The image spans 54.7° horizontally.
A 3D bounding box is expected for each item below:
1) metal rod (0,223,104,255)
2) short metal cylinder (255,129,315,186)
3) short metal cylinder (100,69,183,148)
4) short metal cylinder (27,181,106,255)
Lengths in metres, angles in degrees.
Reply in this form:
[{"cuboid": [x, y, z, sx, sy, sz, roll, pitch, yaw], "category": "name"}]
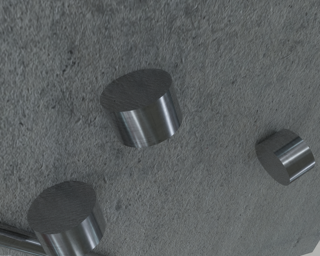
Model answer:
[{"cuboid": [-0.171, 0.151, 0.406, 0.025, 0.025, 0.301, -47, 129, 5], "category": "metal rod"}, {"cuboid": [0.205, 0.048, 0.513, 0.050, 0.080, 0.080, -32, 129, -8], "category": "short metal cylinder"}, {"cuboid": [-0.020, -0.024, 0.346, 0.080, 0.080, 0.050, -28, 128, -11], "category": "short metal cylinder"}, {"cuboid": [-0.112, 0.111, 0.379, 0.081, 0.080, 0.050, -20, 126, -17], "category": "short metal cylinder"}]
